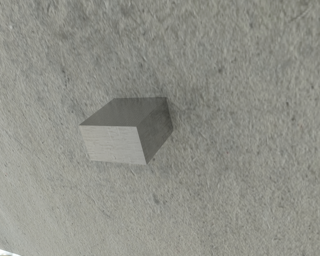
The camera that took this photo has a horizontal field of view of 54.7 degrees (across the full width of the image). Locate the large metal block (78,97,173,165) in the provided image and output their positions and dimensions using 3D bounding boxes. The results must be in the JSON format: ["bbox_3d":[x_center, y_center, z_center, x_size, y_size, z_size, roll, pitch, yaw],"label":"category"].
[{"bbox_3d":[-0.039,0.000,0.391,0.080,0.080,0.050,1,119,27],"label":"large metal block"}]
